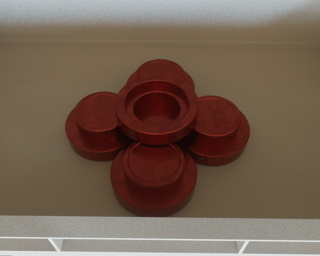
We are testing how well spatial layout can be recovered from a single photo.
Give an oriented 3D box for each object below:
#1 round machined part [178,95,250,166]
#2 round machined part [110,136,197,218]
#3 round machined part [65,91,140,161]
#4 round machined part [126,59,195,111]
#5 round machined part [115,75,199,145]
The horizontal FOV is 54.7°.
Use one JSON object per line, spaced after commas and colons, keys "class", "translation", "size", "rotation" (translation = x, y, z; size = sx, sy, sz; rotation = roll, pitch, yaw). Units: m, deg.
{"class": "round machined part", "translation": [0.065, -0.004, 0.394], "size": [0.099, 0.042, 0.098], "rotation": [0, 50, 0]}
{"class": "round machined part", "translation": [-0.007, 0.048, 0.351], "size": [0.099, 0.042, 0.098], "rotation": [1, 48, -1]}
{"class": "round machined part", "translation": [-0.072, -0.009, 0.398], "size": [0.099, 0.042, 0.098], "rotation": [0, 50, 0]}
{"class": "round machined part", "translation": [0.000, -0.061, 0.441], "size": [0.099, 0.042, 0.098], "rotation": [0, 50, 0]}
{"class": "round machined part", "translation": [-0.003, -0.017, 0.379], "size": [0.099, 0.042, 0.098], "rotation": [0, 50, 0]}
